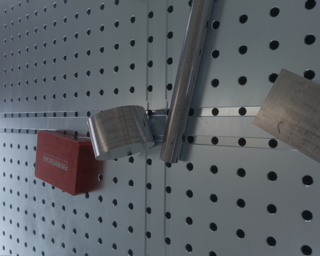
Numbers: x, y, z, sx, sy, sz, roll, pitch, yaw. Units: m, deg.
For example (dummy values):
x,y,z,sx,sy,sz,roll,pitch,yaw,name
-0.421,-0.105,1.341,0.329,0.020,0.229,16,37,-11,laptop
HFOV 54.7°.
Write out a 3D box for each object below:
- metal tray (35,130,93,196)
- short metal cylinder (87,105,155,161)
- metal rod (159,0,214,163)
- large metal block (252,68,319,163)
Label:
x,y,z,sx,sy,sz,roll,pitch,yaw,name
-0.173,0.057,0.549,0.130,0.030,0.089,11,97,39,metal tray
-0.052,0.008,0.417,0.080,0.081,0.050,-26,74,37,short metal cylinder
0.041,-0.103,0.375,0.025,0.025,0.298,19,102,38,metal rod
0.139,-0.006,0.259,0.080,0.081,0.050,37,113,34,large metal block
